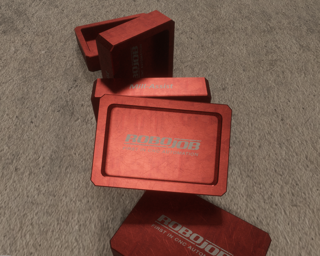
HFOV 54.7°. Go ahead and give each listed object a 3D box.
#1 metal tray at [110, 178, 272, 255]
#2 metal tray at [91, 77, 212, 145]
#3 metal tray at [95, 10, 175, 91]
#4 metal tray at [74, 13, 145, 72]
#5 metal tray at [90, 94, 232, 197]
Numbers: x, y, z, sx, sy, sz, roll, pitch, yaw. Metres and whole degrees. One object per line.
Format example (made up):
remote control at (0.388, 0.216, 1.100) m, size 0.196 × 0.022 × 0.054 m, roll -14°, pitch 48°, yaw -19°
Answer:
metal tray at (0.029, 0.115, 0.303) m, size 0.130 × 0.030 × 0.090 m, roll 25°, pitch 54°, yaw 19°
metal tray at (-0.010, -0.017, 0.375) m, size 0.131 × 0.089 × 0.030 m, roll -1°, pitch 50°, yaw -1°
metal tray at (-0.026, -0.072, 0.395) m, size 0.091 × 0.129 × 0.030 m, roll -32°, pitch 57°, yaw -24°
metal tray at (-0.068, -0.147, 0.522) m, size 0.131 × 0.030 × 0.090 m, roll -17°, pitch 52°, yaw -15°
metal tray at (0.002, 0.017, 0.313) m, size 0.131 × 0.030 × 0.089 m, roll 5°, pitch 85°, yaw -1°
